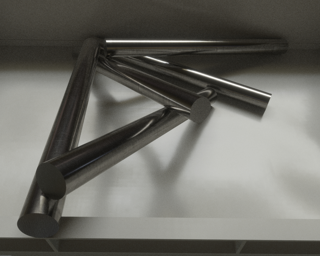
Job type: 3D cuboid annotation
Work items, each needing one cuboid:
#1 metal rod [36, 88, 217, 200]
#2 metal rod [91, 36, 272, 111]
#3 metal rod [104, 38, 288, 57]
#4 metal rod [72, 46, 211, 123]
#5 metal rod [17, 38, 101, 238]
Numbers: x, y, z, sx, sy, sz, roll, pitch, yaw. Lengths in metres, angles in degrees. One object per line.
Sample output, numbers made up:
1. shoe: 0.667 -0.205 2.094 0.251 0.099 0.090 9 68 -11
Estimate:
1. metal rod: 0.002 -0.006 0.319 0.025 0.025 0.302 26 26 20
2. metal rod: 0.020 -0.090 0.480 0.301 0.025 0.025 22 53 17
3. metal rod: 0.067 -0.124 0.474 0.303 0.025 0.025 -6 50 -20
4. metal rod: -0.048 -0.069 0.396 0.025 0.025 0.300 -30 36 -23
5. metal rod: -0.086 -0.027 0.315 0.025 0.025 0.300 -3 36 -3
